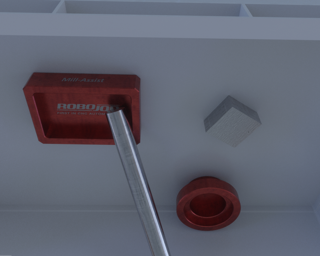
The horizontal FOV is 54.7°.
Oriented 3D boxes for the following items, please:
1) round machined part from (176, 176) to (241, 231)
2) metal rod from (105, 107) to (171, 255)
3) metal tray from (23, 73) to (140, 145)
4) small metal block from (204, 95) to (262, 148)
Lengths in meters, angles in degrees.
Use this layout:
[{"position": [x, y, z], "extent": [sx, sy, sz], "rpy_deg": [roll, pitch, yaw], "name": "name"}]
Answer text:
[{"position": [0.075, 0.115, 0.493], "extent": [0.099, 0.042, 0.097], "rpy_deg": [0, 124, 1], "name": "round machined part"}, {"position": [-0.015, 0.117, 0.412], "extent": [0.025, 0.025, 0.298], "rpy_deg": [-13, 105, 10], "name": "metal rod"}, {"position": [-0.090, -0.021, 0.386], "extent": [0.131, 0.030, 0.089], "rpy_deg": [1, 130, -2], "name": "metal tray"}, {"position": [0.094, -0.007, 0.404], "extent": [0.050, 0.025, 0.050], "rpy_deg": [27, 125, -22], "name": "small metal block"}]
